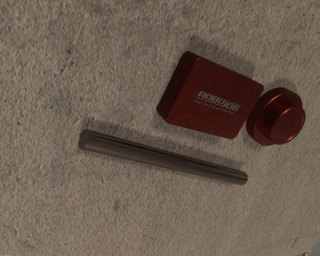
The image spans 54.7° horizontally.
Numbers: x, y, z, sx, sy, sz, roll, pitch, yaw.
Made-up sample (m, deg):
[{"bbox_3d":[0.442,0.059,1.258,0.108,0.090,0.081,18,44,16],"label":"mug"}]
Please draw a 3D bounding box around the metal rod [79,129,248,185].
[{"bbox_3d":[0.026,0.051,0.454,0.302,0.025,0.025,18,109,-36],"label":"metal rod"}]

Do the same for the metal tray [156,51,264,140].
[{"bbox_3d":[0.071,-0.039,0.420,0.131,0.030,0.089,14,111,-34],"label":"metal tray"}]

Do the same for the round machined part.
[{"bbox_3d":[0.191,-0.012,0.496,0.099,0.042,0.097,-14,125,-21],"label":"round machined part"}]
